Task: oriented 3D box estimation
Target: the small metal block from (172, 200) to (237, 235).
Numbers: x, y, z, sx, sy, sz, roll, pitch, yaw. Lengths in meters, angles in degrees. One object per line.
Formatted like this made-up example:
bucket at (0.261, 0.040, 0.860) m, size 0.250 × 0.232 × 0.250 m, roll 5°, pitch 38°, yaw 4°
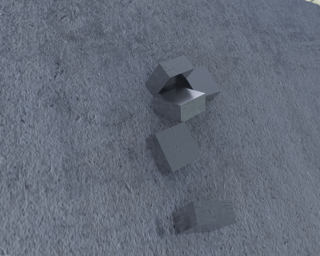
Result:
small metal block at (0.049, 0.102, 0.352) m, size 0.050 × 0.050 × 0.025 m, roll 5°, pitch 60°, yaw -26°

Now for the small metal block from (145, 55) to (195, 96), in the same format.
small metal block at (0.013, -0.073, 0.439) m, size 0.050 × 0.050 × 0.025 m, roll -27°, pitch 77°, yaw -37°

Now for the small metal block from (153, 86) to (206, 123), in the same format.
small metal block at (0.026, -0.033, 0.421) m, size 0.050 × 0.025 × 0.050 m, roll 22°, pitch 37°, yaw 40°

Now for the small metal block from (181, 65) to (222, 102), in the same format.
small metal block at (0.057, -0.065, 0.474) m, size 0.050 × 0.025 × 0.050 m, roll -20°, pitch 72°, yaw -35°

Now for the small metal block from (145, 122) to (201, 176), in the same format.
small metal block at (0.017, 0.025, 0.391) m, size 0.050 × 0.025 × 0.050 m, roll -22°, pitch 86°, yaw -36°
